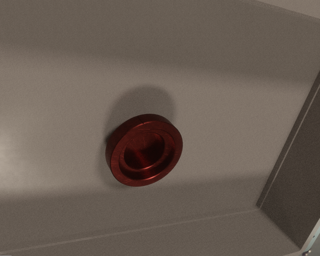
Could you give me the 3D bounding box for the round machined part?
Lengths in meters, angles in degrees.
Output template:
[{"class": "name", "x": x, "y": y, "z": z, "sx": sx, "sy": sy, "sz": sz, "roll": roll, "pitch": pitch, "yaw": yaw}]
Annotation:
[{"class": "round machined part", "x": -0.023, "y": 0.024, "z": 0.402, "sx": 0.099, "sy": 0.042, "sz": 0.097, "roll": -14, "pitch": 125, "yaw": -21}]
